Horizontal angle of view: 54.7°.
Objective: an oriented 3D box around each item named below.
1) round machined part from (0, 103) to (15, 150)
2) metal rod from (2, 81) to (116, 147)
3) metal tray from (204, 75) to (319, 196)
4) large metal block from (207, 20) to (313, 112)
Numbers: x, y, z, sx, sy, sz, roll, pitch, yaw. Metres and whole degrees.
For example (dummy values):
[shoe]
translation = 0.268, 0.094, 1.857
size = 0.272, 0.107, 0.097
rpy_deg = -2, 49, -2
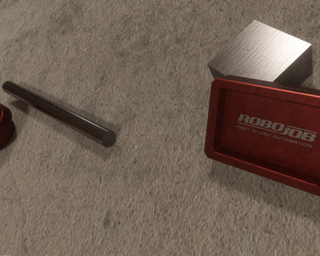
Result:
[round machined part]
translation = -0.298, 0.005, 0.543
size = 0.098, 0.042, 0.098
rpy_deg = -13, 56, 20
[metal rod]
translation = -0.182, -0.032, 0.516
size = 0.300, 0.025, 0.025
rpy_deg = 23, 74, 36
[metal tray]
translation = 0.111, 0.003, 0.305
size = 0.130, 0.030, 0.089
rpy_deg = 18, 115, 34
[large metal block]
translation = 0.119, -0.071, 0.369
size = 0.080, 0.050, 0.080
rpy_deg = -44, 51, -3
